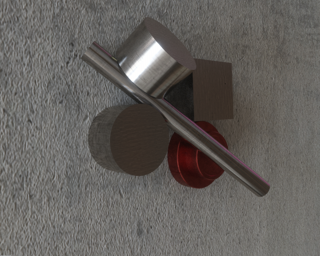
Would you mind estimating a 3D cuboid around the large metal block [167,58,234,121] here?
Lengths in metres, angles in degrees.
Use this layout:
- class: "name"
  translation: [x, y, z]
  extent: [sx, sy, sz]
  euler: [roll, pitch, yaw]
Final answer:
- class: "large metal block"
  translation: [0.057, -0.051, 0.434]
  extent: [0.081, 0.050, 0.079]
  euler: [-4, 93, -40]

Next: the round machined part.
- class: "round machined part"
  translation: [0.061, 0.039, 0.445]
  extent: [0.099, 0.042, 0.097]
  euler: [0, 90, -40]

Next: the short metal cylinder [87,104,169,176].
- class: "short metal cylinder"
  translation: [-0.036, 0.013, 0.361]
  extent: [0.081, 0.050, 0.080]
  euler: [0, 90, -40]

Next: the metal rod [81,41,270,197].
- class: "metal rod"
  translation: [0.033, 0.000, 0.389]
  extent: [0.301, 0.025, 0.025]
  euler: [38, 66, -19]

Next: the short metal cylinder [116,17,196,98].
- class: "short metal cylinder"
  translation: [-0.004, -0.081, 0.362]
  extent: [0.080, 0.050, 0.080]
  euler: [36, 29, -23]
